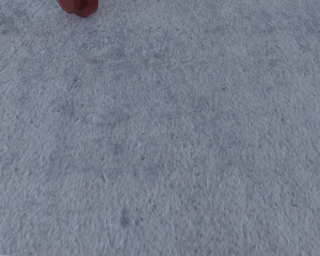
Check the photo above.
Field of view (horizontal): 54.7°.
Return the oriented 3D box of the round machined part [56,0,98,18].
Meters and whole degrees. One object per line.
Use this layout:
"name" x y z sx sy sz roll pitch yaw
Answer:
"round machined part" -0.160 -0.248 0.562 0.098 0.097 0.042 37 59 26
